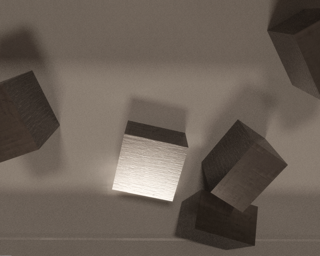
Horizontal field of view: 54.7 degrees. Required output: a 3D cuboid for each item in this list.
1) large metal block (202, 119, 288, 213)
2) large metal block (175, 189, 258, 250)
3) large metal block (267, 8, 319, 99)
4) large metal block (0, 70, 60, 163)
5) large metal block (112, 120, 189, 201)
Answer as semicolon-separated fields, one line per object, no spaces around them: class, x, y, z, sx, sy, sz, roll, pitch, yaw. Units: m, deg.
large metal block;0.104;0.046;0.400;0.050;0.080;0.080;34;106;-12
large metal block;0.075;0.129;0.425;0.080;0.050;0.080;18;152;-7
large metal block;0.175;-0.086;0.353;0.050;0.080;0.080;-30;108;10
large metal block;-0.173;-0.017;0.373;0.050;0.080;0.080;-19;109;6
large metal block;-0.013;0.043;0.414;0.081;0.050;0.079;13;110;-5
